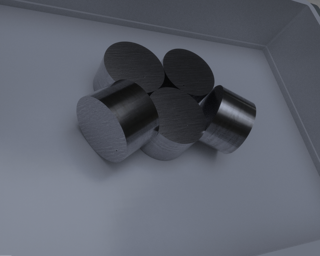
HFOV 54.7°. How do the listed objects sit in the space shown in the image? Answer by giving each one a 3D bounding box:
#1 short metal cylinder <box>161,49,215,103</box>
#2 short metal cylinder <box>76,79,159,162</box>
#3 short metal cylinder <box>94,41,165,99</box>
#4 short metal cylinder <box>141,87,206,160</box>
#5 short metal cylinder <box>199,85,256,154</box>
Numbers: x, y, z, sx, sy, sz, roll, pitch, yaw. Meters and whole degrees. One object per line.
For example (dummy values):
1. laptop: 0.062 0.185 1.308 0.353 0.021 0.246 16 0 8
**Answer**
1. short metal cylinder: 0.030 -0.066 0.444 0.081 0.050 0.080 14 56 -21
2. short metal cylinder: -0.048 -0.008 0.348 0.050 0.080 0.080 -35 81 -38
3. short metal cylinder: -0.041 -0.065 0.405 0.081 0.050 0.080 14 56 -21
4. short metal cylinder: 0.011 -0.005 0.396 0.081 0.050 0.080 14 56 -21
5. short metal cylinder: 0.084 -0.011 0.420 0.050 0.080 0.080 26 53 -12
